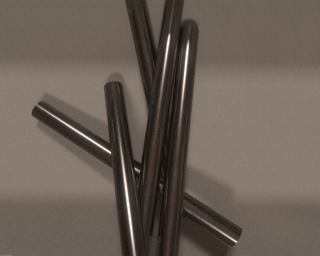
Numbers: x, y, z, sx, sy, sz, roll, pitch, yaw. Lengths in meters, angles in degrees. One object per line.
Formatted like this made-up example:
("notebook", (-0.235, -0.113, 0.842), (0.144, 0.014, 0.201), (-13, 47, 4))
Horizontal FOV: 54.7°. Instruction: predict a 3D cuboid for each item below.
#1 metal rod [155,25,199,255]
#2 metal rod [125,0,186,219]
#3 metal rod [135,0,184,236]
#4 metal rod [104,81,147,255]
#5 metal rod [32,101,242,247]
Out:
("metal rod", (0.023, 0.014, 0.377), (0.025, 0.025, 0.299), (7, 76, -1))
("metal rod", (-0.004, -0.029, 0.411), (0.025, 0.025, 0.298), (-12, 90, 0))
("metal rod", (-0.001, -0.024, 0.382), (0.025, 0.025, 0.299), (8, 78, -1))
("metal rod", (-0.037, 0.076, 0.345), (0.025, 0.025, 0.299), (-11, 63, 0))
("metal rod", (-0.034, 0.054, 0.392), (0.301, 0.025, 0.025), (32, 90, 7))
